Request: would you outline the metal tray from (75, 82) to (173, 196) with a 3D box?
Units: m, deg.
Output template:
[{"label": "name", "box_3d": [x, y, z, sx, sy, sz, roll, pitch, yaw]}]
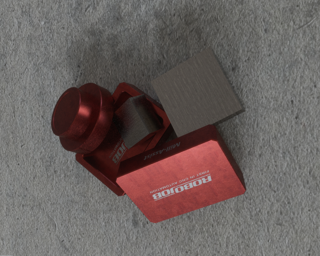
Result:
[{"label": "metal tray", "box_3d": [-0.046, 0.015, 0.423, 0.090, 0.030, 0.129, 37, 101, 16]}]

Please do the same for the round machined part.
[{"label": "round machined part", "box_3d": [-0.110, -0.016, 0.418, 0.098, 0.042, 0.098, -20, 59, 38]}]

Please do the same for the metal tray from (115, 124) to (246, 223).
[{"label": "metal tray", "box_3d": [0.025, 0.060, 0.374, 0.130, 0.030, 0.090, -24, 118, 19]}]

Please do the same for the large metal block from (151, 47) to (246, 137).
[{"label": "large metal block", "box_3d": [0.048, -0.039, 0.380, 0.080, 0.050, 0.080, -28, 81, 17]}]

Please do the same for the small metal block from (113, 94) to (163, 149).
[{"label": "small metal block", "box_3d": [-0.031, -0.008, 0.397, 0.050, 0.025, 0.050, -37, 79, 45]}]
